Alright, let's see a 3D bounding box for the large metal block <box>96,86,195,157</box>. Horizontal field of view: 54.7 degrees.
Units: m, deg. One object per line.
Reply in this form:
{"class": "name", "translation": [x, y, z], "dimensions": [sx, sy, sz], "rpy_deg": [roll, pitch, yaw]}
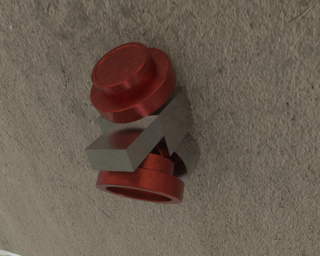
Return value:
{"class": "large metal block", "translation": [-0.014, -0.009, 0.372], "dimensions": [0.080, 0.080, 0.050], "rpy_deg": [-2, 118, 29]}

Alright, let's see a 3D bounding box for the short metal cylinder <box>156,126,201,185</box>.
{"class": "short metal cylinder", "translation": [0.008, 0.040, 0.413], "dimensions": [0.080, 0.050, 0.079], "rpy_deg": [13, 124, 20]}

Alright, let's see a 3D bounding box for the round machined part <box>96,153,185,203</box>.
{"class": "round machined part", "translation": [-0.020, 0.056, 0.356], "dimensions": [0.099, 0.042, 0.098], "rpy_deg": [9, 159, 4]}

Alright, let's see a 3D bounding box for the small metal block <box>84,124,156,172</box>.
{"class": "small metal block", "translation": [-0.040, 0.020, 0.319], "dimensions": [0.050, 0.050, 0.025], "rpy_deg": [-2, 117, 29]}

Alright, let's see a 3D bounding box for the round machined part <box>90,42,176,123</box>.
{"class": "round machined part", "translation": [-0.035, -0.056, 0.339], "dimensions": [0.098, 0.098, 0.042], "rpy_deg": [-2, 142, 29]}
